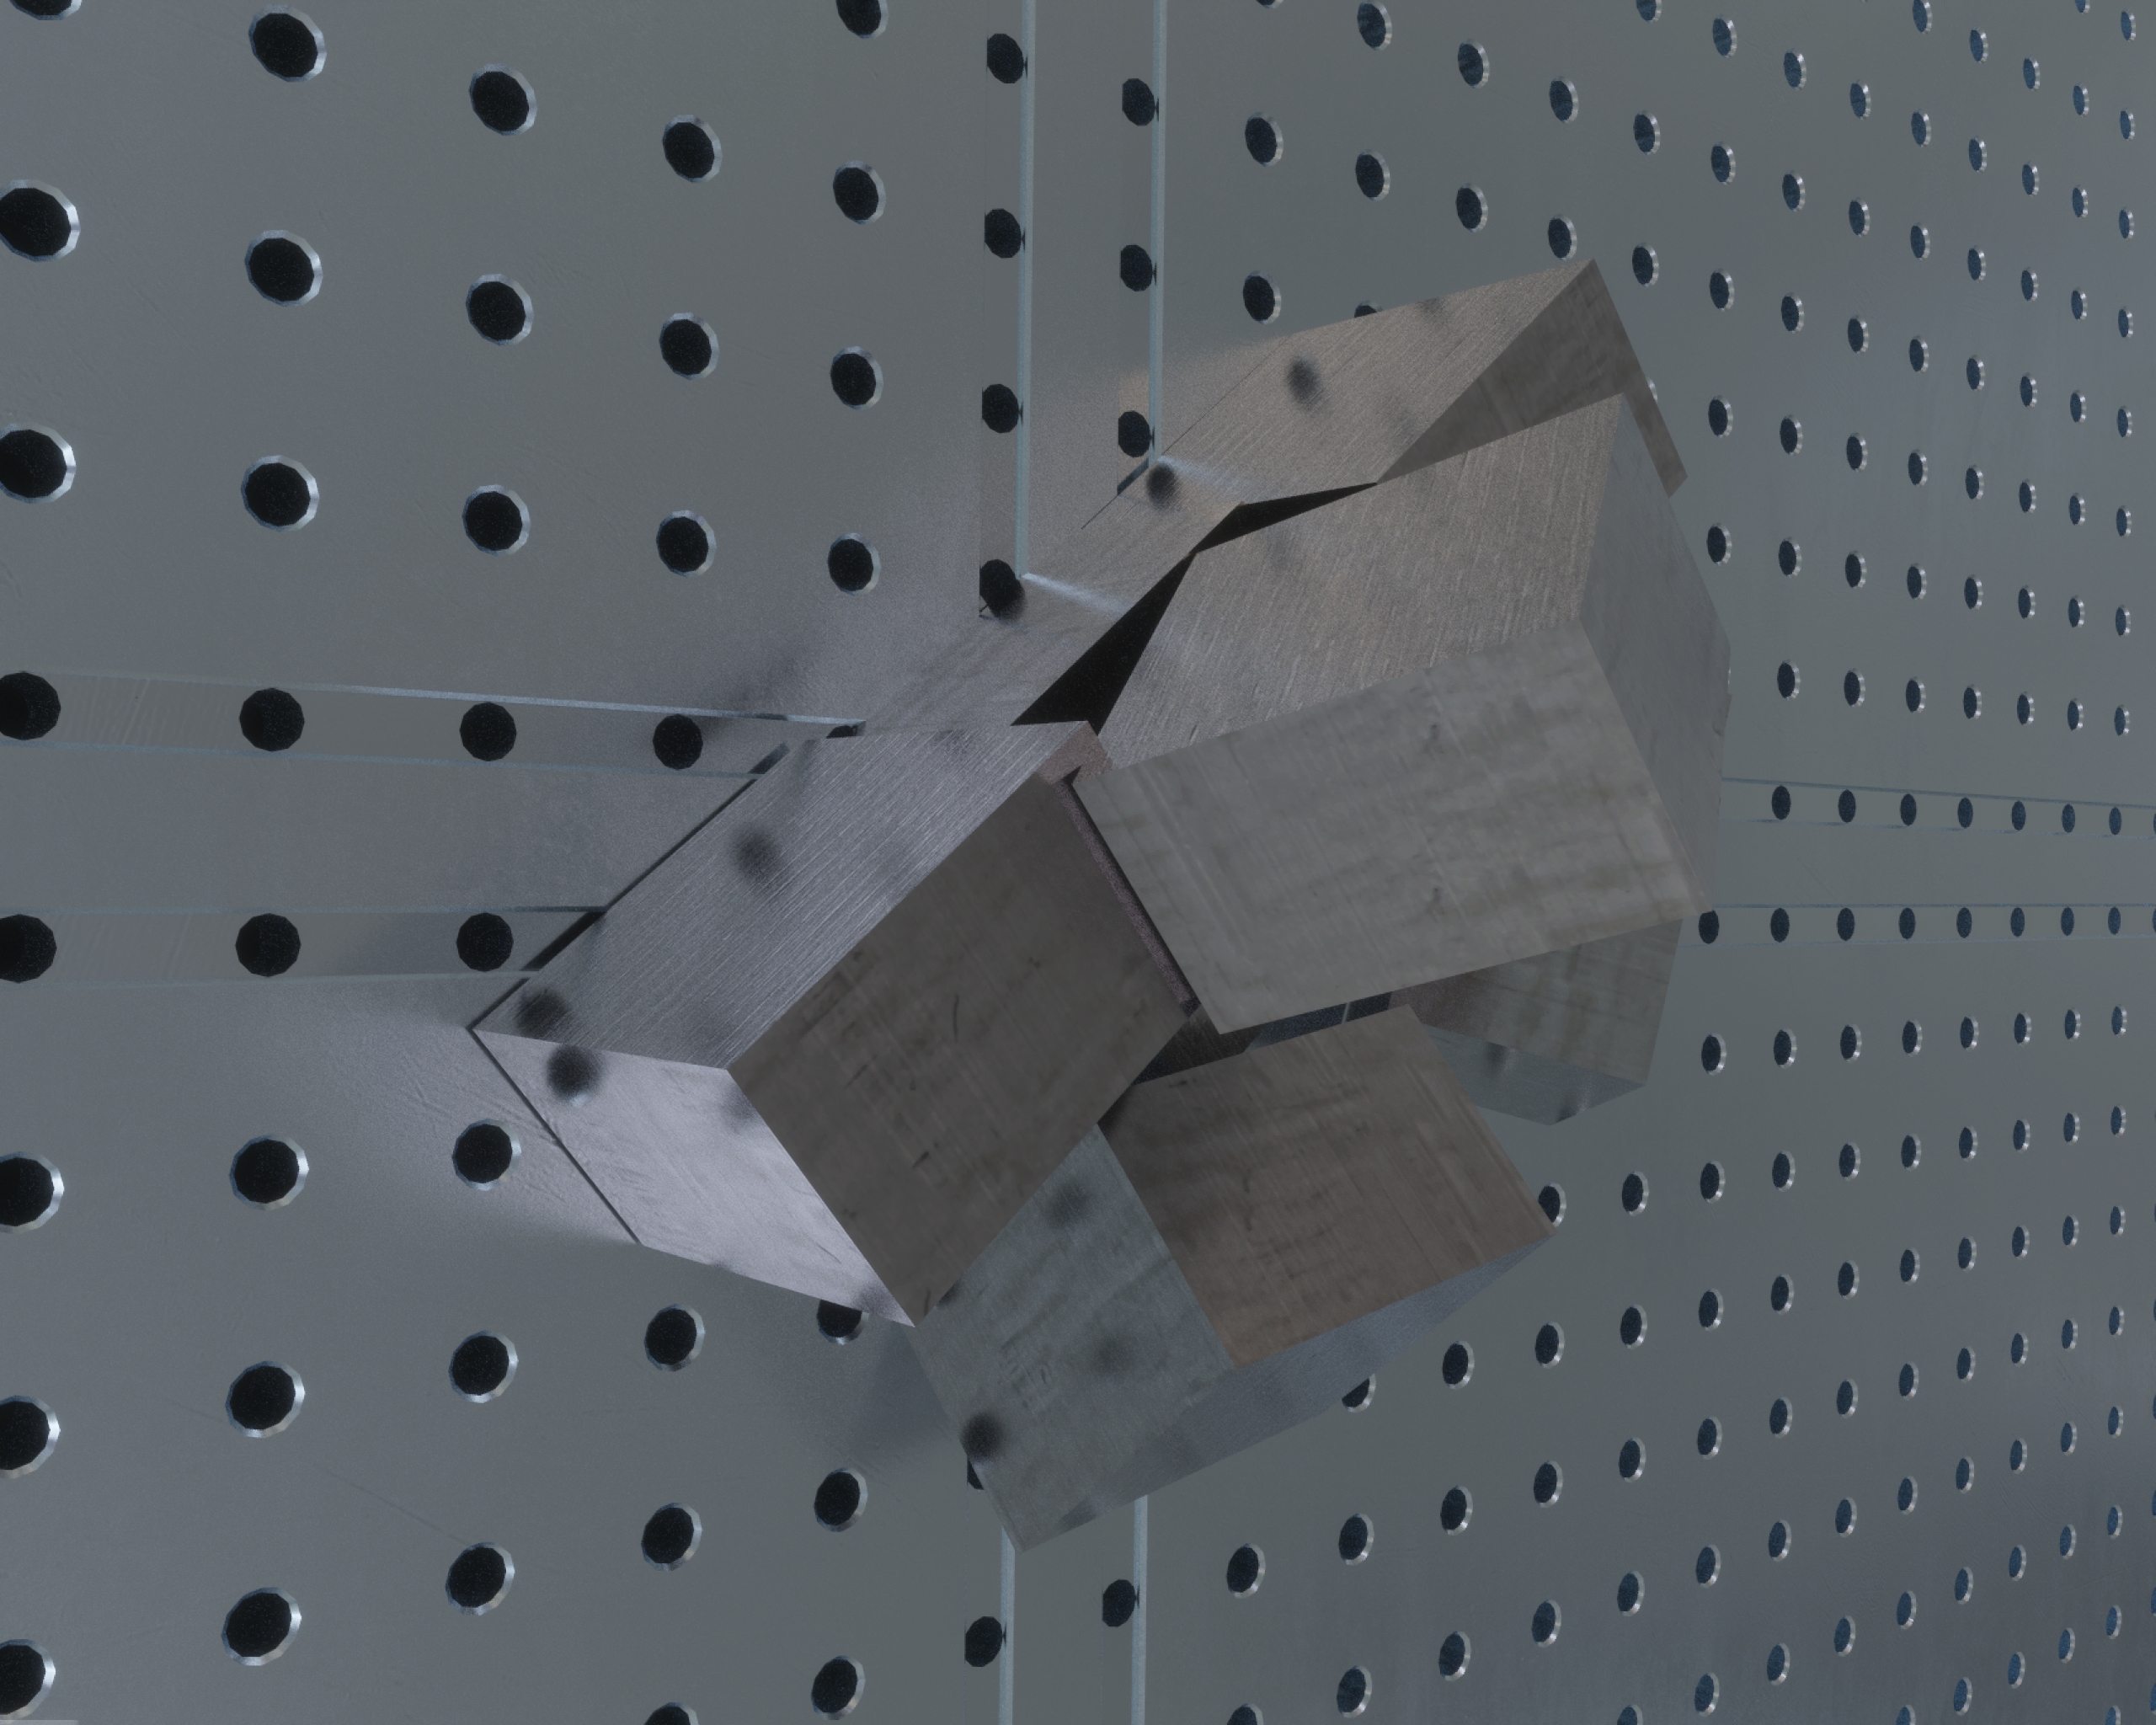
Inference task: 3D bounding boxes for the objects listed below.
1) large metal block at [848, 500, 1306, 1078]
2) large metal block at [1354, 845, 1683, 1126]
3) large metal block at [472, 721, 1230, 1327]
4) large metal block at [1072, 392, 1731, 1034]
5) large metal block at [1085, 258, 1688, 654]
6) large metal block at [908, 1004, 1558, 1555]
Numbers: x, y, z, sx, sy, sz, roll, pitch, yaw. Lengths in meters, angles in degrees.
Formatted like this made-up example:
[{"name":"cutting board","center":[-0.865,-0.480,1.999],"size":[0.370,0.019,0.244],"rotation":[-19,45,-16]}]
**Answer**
[{"name":"large metal block","center":[0.010,-0.011,0.402],"size":[0.080,0.050,0.080],"rotation":[-47,118,-30]},{"name":"large metal block","center":[0.093,0.007,0.441],"size":[0.050,0.080,0.080],"rotation":[15,77,3]},{"name":"large metal block","center":[-0.037,0.022,0.340],"size":[0.080,0.080,0.050],"rotation":[-46,118,-30]},{"name":"large metal block","center":[0.056,-0.025,0.337],"size":[0.050,0.080,0.080],"rotation":[60,31,-23]},{"name":"large metal block","center":[0.062,-0.073,0.424],"size":[0.080,0.080,0.050],"rotation":[-47,119,-30]},{"name":"large metal block","center":[0.026,0.076,0.385],"size":[0.081,0.080,0.050],"rotation":[-11,61,-39]}]
